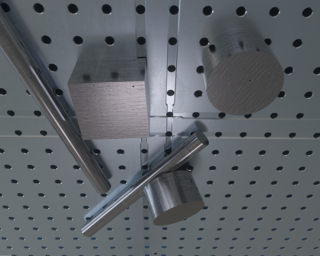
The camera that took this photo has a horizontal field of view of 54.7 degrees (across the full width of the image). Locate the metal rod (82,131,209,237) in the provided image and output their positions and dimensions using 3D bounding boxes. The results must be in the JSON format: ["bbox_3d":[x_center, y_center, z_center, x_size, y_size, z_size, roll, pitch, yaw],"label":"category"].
[{"bbox_3d":[-0.038,0.101,0.497,0.025,0.025,0.299,32,123,-25],"label":"metal rod"}]

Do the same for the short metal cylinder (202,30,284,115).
[{"bbox_3d":[0.089,-0.061,0.344,0.081,0.050,0.079,0,130,0],"label":"short metal cylinder"}]

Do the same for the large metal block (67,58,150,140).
[{"bbox_3d":[-0.055,-0.033,0.366,0.080,0.050,0.079,-2,130,1],"label":"large metal block"}]

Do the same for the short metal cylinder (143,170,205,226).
[{"bbox_3d":[0.020,0.107,0.467,0.081,0.050,0.080,-16,148,-10],"label":"short metal cylinder"}]

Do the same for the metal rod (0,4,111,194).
[{"bbox_3d":[-0.131,-0.014,0.397,0.025,0.025,0.299,-13,129,10],"label":"metal rod"}]
